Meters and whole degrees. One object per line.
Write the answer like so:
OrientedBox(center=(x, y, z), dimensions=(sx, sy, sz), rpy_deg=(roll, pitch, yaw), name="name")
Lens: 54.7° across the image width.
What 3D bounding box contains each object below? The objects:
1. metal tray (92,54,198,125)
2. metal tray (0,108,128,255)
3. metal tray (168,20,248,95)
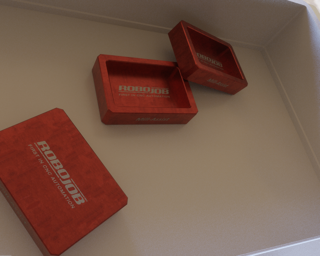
OrientedBox(center=(-0.020, -0.051, 0.424), dimensions=(0.131, 0.030, 0.090), rpy_deg=(-1, 62, -29), name="metal tray")
OrientedBox(center=(-0.107, 0.051, 0.315), dimensions=(0.091, 0.030, 0.130), rpy_deg=(-31, 79, -38), name="metal tray")
OrientedBox(center=(0.078, -0.108, 0.491), dimensions=(0.131, 0.030, 0.090), rpy_deg=(9, 57, -42), name="metal tray")
